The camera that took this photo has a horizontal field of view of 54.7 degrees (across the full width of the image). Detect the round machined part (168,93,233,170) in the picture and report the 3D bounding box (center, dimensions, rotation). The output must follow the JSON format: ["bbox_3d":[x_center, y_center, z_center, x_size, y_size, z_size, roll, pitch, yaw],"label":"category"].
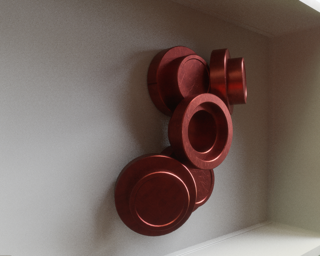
[{"bbox_3d":[0.049,0.005,0.408,0.099,0.042,0.097,0,90,-40],"label":"round machined part"}]

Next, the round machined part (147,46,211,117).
[{"bbox_3d":[0.034,-0.063,0.423,0.099,0.042,0.097,0,90,-40],"label":"round machined part"}]

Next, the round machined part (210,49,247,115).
[{"bbox_3d":[0.103,-0.068,0.455,0.098,0.042,0.097,-3,90,-71],"label":"round machined part"}]

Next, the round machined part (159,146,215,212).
[{"bbox_3d":[0.038,0.072,0.427,0.099,0.042,0.097,0,90,-40],"label":"round machined part"}]

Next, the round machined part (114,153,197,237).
[{"bbox_3d":[-0.004,0.081,0.365,0.099,0.042,0.097,-1,94,-11],"label":"round machined part"}]
